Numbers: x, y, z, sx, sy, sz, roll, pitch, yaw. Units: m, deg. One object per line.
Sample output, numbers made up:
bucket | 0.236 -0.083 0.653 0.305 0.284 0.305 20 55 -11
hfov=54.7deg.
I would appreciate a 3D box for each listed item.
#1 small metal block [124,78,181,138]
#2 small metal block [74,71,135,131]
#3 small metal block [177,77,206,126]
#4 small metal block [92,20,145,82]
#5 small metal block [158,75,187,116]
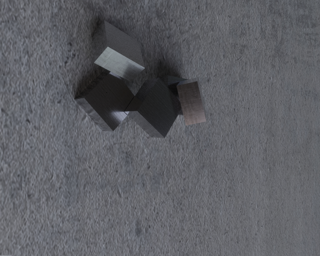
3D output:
small metal block | -0.006 -0.023 0.369 0.050 0.025 0.050 45 63 -31
small metal block | -0.060 -0.031 0.357 0.050 0.025 0.050 -52 121 -27
small metal block | 0.041 -0.035 0.394 0.050 0.025 0.050 -60 137 -73
small metal block | -0.048 -0.087 0.352 0.050 0.025 0.050 24 38 -38
small metal block | 0.021 -0.042 0.426 0.050 0.025 0.050 2 89 -40
